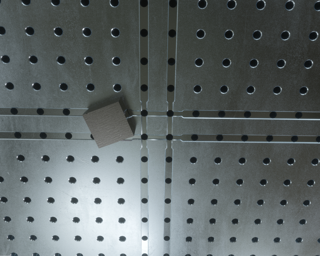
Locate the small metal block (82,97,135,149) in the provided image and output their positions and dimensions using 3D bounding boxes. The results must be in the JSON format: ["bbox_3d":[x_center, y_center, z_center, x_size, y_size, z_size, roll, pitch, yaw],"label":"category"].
[{"bbox_3d":[-0.066,-0.007,0.410,0.050,0.025,0.050,-20,109,7],"label":"small metal block"}]
